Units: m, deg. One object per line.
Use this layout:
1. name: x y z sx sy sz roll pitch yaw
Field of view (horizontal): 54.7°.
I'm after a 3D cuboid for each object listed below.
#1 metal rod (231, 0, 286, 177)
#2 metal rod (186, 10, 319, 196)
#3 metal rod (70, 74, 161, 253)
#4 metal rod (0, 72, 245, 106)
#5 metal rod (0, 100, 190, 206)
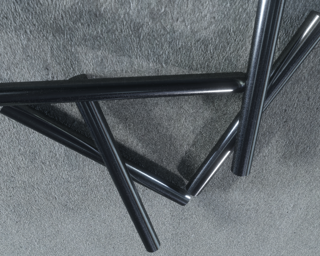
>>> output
1. metal rod: 0.107 -0.067 0.330 0.025 0.025 0.298 -1 124 0
2. metal rod: 0.108 -0.008 0.402 0.025 0.025 0.298 17 128 -14
3. metal rod: -0.054 0.067 0.429 0.025 0.025 0.298 -13 119 10
4. metal rod: -0.054 -0.043 0.343 0.302 0.025 0.025 -4 131 -8
5. metal rod: -0.074 0.043 0.442 0.301 0.025 0.025 32 123 -25
